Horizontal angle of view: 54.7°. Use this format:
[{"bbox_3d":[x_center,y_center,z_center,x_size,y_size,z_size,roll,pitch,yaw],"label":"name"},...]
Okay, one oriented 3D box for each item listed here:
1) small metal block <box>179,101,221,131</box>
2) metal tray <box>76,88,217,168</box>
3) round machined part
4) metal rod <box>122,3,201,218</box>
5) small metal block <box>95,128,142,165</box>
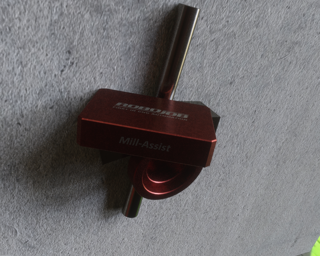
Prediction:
[{"bbox_3d":[0.042,-0.014,0.408,0.050,0.050,0.025,-2,119,-28],"label":"small metal block"},{"bbox_3d":[-0.011,-0.004,0.329,0.131,0.090,0.030,10,115,-1],"label":"metal tray"},{"bbox_3d":[0.005,0.040,0.390,0.099,0.042,0.097,-16,129,-21],"label":"round machined part"},{"bbox_3d":[-0.006,-0.005,0.404,0.025,0.025,0.298,2,117,-30],"label":"metal rod"},{"bbox_3d":[-0.054,0.012,0.371,0.050,0.050,0.025,-18,126,-19],"label":"small metal block"}]
